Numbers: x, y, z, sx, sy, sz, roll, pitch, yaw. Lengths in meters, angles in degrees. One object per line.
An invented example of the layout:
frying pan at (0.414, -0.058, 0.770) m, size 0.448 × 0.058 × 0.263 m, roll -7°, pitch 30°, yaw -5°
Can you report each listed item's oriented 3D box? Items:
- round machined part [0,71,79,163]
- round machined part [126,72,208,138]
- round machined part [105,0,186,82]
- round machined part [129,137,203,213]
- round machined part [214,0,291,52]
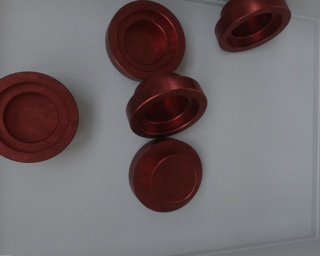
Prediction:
round machined part at (-0.144, -0.012, 0.348) m, size 0.099 × 0.042 × 0.097 m, roll 0°, pitch 90°, yaw -21°
round machined part at (0.005, -0.031, 0.385) m, size 0.099 × 0.097 × 0.042 m, roll -8°, pitch 57°, yaw -20°
round machined part at (-0.021, -0.106, 0.395) m, size 0.099 × 0.042 × 0.097 m, roll 0°, pitch 90°, yaw -21°
round machined part at (0.013, 0.063, 0.401) m, size 0.099 × 0.042 × 0.097 m, roll -3°, pitch 98°, yaw -22°
round machined part at (0.122, -0.149, 0.422) m, size 0.099 × 0.098 × 0.042 m, roll -9°, pitch 72°, yaw -20°
